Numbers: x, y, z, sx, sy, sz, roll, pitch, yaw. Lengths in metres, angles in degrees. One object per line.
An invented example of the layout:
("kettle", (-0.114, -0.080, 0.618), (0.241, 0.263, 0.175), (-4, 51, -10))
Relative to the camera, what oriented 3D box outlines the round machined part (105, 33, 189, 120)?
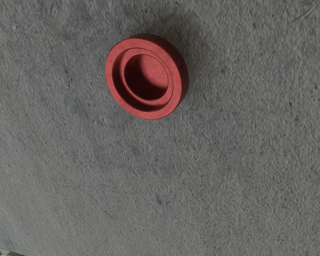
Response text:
("round machined part", (-0.012, -0.062, 0.364), (0.098, 0.042, 0.097), (13, 124, 21))
